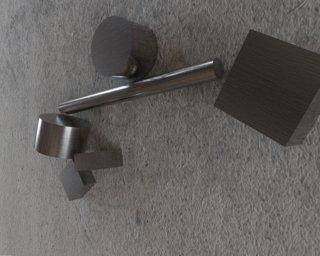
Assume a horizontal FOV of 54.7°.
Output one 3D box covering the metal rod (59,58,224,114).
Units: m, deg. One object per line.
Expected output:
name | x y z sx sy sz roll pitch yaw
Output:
metal rod | -0.049 -0.051 0.443 0.300 0.025 0.025 -8 85 39

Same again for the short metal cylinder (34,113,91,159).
short metal cylinder | -0.155 0.011 0.494 0.080 0.081 0.050 22 104 37

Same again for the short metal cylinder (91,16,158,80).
short metal cylinder | -0.050 -0.108 0.427 0.080 0.050 0.079 0 90 39

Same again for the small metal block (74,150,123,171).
small metal block | -0.091 0.048 0.462 0.050 0.050 0.025 -9 84 39

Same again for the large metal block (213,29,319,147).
large metal block | 0.112 -0.038 0.296 0.080 0.050 0.079 36 112 34

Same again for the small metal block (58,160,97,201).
small metal block | -0.138 0.085 0.516 0.050 0.025 0.050 -46 63 30
